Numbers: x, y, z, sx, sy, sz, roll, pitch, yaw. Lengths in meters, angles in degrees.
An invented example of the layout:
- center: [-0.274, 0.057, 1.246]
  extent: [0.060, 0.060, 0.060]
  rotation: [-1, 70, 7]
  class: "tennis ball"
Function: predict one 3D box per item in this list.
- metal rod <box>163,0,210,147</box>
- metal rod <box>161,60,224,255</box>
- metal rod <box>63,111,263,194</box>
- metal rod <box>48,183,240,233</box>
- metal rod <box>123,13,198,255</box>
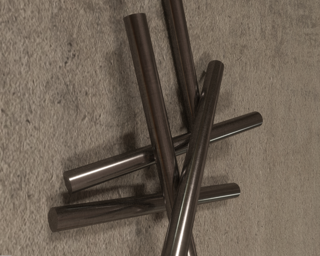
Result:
- center: [0.030, -0.114, 0.431]
  extent: [0.025, 0.025, 0.298]
  rotation: [-20, 103, -38]
  class: "metal rod"
- center: [0.048, 0.020, 0.382]
  extent: [0.025, 0.025, 0.300]
  rotation: [45, 45, -31]
  class: "metal rod"
- center: [0.027, 0.022, 0.404]
  extent: [0.303, 0.025, 0.025]
  rotation: [-16, 101, -32]
  class: "metal rod"
- center: [0.007, 0.098, 0.412]
  extent: [0.302, 0.025, 0.025]
  rotation: [2, 89, -40]
  class: "metal rod"
- center: [0.004, 0.022, 0.359]
  extent: [0.025, 0.025, 0.298]
  rotation: [-18, 99, -39]
  class: "metal rod"
